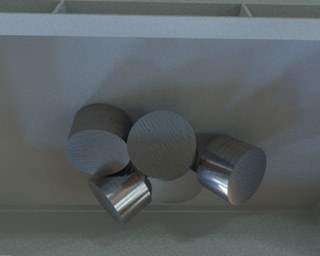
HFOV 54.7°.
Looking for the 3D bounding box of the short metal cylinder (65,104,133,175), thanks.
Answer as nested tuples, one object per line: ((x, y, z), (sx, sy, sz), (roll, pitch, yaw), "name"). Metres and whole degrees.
((-0.077, 0.016, 0.402), (0.081, 0.050, 0.079), (0, 130, 0), "short metal cylinder")

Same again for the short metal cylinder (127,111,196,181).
((0.004, 0.024, 0.382), (0.080, 0.080, 0.050), (-6, 166, 4), "short metal cylinder")

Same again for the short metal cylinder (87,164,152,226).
((-0.057, 0.090, 0.438), (0.050, 0.080, 0.080), (-37, 135, -25), "short metal cylinder")

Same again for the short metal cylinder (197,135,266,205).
((0.096, 0.055, 0.412), (0.081, 0.050, 0.079), (-17, 118, -36), "short metal cylinder")

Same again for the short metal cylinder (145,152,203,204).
((0.019, 0.064, 0.446), (0.081, 0.050, 0.079), (0, 130, 0), "short metal cylinder")
